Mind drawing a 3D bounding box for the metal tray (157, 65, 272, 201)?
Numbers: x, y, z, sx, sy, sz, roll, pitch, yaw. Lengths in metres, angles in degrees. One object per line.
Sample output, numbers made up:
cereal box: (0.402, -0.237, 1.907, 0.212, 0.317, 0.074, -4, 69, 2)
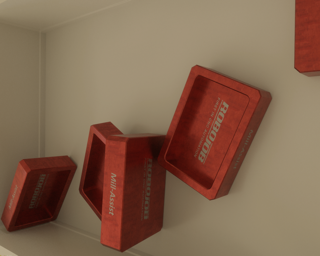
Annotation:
metal tray: (0.057, 0.004, 0.354, 0.090, 0.030, 0.129, 32, 109, 35)

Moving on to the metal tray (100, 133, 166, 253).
metal tray: (-0.029, 0.073, 0.384, 0.030, 0.091, 0.129, 5, 94, 32)

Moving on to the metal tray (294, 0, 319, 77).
metal tray: (0.167, -0.114, 0.265, 0.090, 0.030, 0.129, 1, 91, 39)

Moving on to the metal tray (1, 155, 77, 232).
metal tray: (-0.207, 0.111, 0.531, 0.030, 0.091, 0.129, 39, 114, 33)

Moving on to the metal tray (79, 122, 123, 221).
metal tray: (-0.073, 0.068, 0.441, 0.090, 0.030, 0.129, 40, 126, 34)
